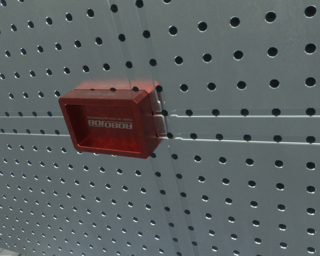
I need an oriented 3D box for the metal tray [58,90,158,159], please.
[{"bbox_3d":[-0.074,-0.007,0.440,0.130,0.030,0.089,4,120,26],"label":"metal tray"}]
